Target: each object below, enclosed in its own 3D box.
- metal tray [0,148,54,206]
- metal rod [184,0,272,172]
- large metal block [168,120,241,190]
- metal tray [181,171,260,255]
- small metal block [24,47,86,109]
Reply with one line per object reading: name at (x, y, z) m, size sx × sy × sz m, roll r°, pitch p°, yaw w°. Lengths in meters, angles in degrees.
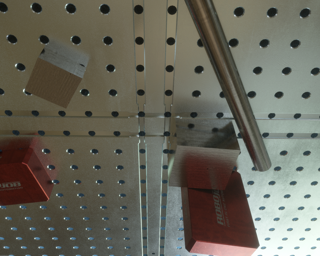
metal tray at (-0.243, 0.079, 0.472) m, size 0.131 × 0.030 × 0.089 m, roll -7°, pitch 130°, yaw 5°
metal rod at (0.088, -0.047, 0.372) m, size 0.025 × 0.025 × 0.299 m, roll -21°, pitch 128°, yaw 16°
large metal block at (0.056, 0.039, 0.429) m, size 0.081 × 0.050 × 0.079 m, roll 5°, pitch 130°, yaw -5°
metal tray at (0.079, 0.113, 0.440) m, size 0.091 × 0.130 × 0.030 m, roll 11°, pitch 129°, yaw -9°
small metal block at (-0.122, -0.057, 0.361) m, size 0.050 × 0.025 × 0.050 m, roll 25°, pitch 126°, yaw -20°
